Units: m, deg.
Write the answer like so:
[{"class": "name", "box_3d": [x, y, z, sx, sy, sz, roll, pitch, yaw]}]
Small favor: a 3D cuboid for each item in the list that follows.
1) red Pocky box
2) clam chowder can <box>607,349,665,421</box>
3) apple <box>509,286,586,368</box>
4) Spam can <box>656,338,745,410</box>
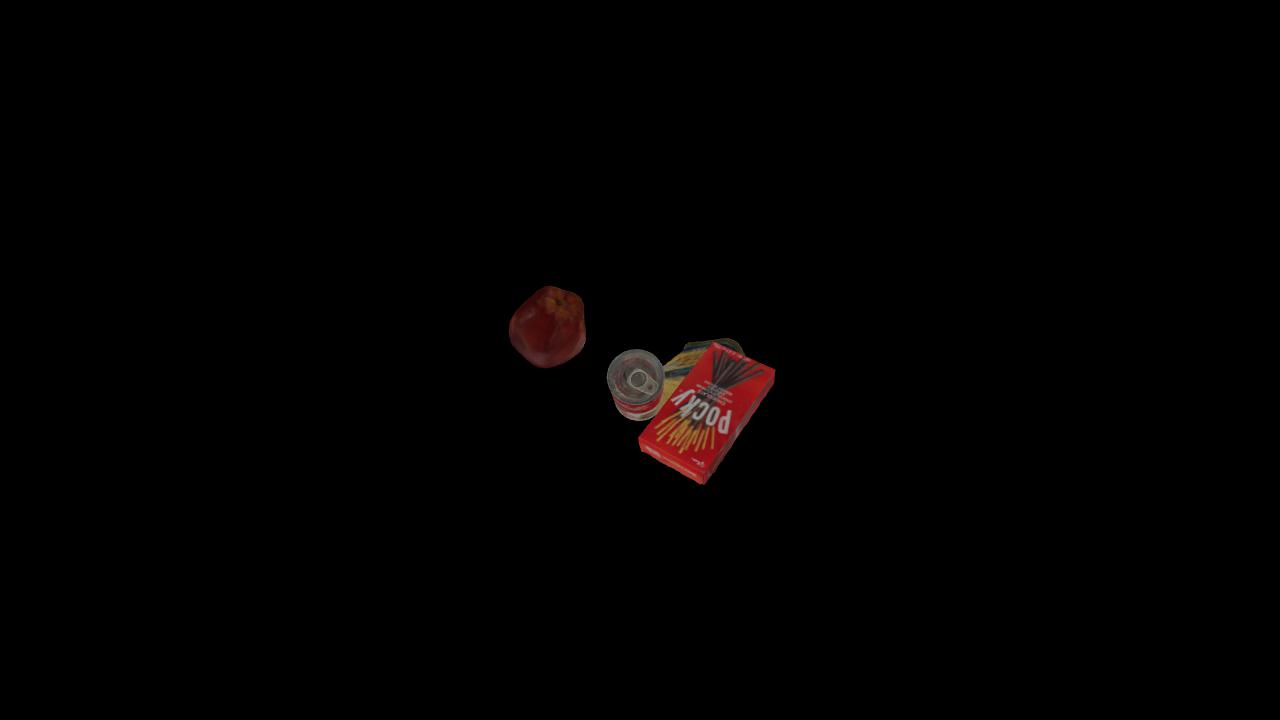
[{"class": "red Pocky box", "box_3d": [0.075, 0.053, 0.664, 0.083, 0.155, 0.028, 27, -30, 24]}, {"class": "clam chowder can", "box_3d": [-0.003, 0.034, 0.758, 0.068, 0.068, 0.102, 0, -17, 3]}, {"class": "apple", "box_3d": [-0.093, -0.034, 0.628, 0.079, 0.079, 0.093, 0, -24, -22]}, {"class": "Spam can", "box_3d": [0.067, 0.021, 0.739, 0.085, 0.058, 0.101, -37, 17, -33]}]
